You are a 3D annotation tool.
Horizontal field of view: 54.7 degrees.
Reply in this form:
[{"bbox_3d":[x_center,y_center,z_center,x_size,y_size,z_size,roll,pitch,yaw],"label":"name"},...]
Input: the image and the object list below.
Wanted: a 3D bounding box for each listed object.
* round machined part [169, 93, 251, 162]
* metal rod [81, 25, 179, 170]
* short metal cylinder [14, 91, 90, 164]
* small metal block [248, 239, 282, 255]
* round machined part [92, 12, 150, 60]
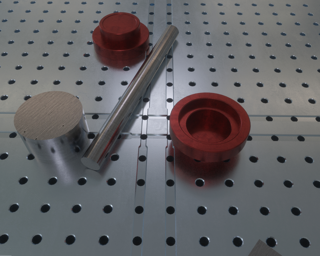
[{"bbox_3d":[0.061,0.003,0.394,0.099,0.042,0.098,0,50,0],"label":"round machined part"},{"bbox_3d":[-0.031,-0.065,0.461,0.025,0.025,0.301,16,52,13],"label":"metal rod"},{"bbox_3d":[-0.134,-0.001,0.391,0.081,0.050,0.080,0,50,0],"label":"short metal cylinder"},{"bbox_3d":[0.099,0.143,0.288,0.050,0.025,0.050,34,58,25],"label":"small metal block"},{"bbox_3d":[-0.068,-0.163,0.533,0.099,0.042,0.098,0,50,0],"label":"round machined part"}]
